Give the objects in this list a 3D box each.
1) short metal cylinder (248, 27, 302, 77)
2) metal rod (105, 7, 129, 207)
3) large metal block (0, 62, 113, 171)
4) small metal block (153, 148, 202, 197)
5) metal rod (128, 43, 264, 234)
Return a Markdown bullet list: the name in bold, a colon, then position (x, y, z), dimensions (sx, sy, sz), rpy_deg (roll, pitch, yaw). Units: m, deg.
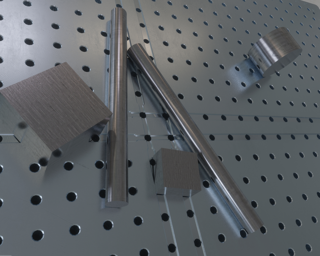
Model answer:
- **short metal cylinder**: position (0.211, -0.139, 0.571), dimensions (0.081, 0.080, 0.050), rpy_deg (-19, 72, -35)
- **metal rod**: position (-0.055, -0.048, 0.407), dimensions (0.025, 0.025, 0.299), rpy_deg (10, 57, -23)
- **large metal block**: position (-0.114, -0.014, 0.339), dimensions (0.080, 0.050, 0.080), rpy_deg (48, 51, 5)
- **small metal block**: position (0.021, 0.056, 0.385), dimensions (0.050, 0.025, 0.050), rpy_deg (10, 57, -23)
- **metal rod**: position (0.042, 0.006, 0.426), dimensions (0.025, 0.025, 0.299), rpy_deg (-24, 75, -36)
